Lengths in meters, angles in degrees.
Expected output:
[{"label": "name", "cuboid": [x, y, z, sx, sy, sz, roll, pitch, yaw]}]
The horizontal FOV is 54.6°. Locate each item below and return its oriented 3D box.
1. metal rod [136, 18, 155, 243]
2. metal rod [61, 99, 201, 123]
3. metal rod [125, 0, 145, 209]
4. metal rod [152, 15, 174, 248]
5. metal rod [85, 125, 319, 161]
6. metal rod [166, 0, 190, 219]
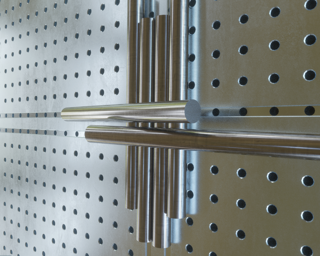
[{"label": "metal rod", "cuboid": [-0.017, 0.003, 0.423, 0.025, 0.025, 0.298, 2, 91, 40]}, {"label": "metal rod", "cuboid": [-0.064, -0.021, 0.433, 0.299, 0.025, 0.025, 2, 91, 49]}, {"label": "metal rod", "cuboid": [-0.035, -0.037, 0.439, 0.025, 0.025, 0.298, 1, 91, 40]}, {"label": "metal rod", "cuboid": [0.004, 0.005, 0.408, 0.025, 0.025, 0.298, 1, 91, 40]}, {"label": "metal rod", "cuboid": [0.032, 0.013, 0.357, 0.300, 0.025, 0.025, 2, 92, 31]}, {"label": "metal rod", "cuboid": [0.023, -0.038, 0.390, 0.025, 0.025, 0.298, 1, 91, 40]}]
